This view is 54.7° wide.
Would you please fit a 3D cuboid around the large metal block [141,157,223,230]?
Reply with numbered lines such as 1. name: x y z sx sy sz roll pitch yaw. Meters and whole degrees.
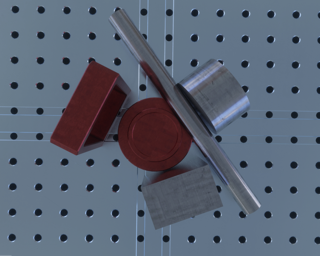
1. large metal block: 0.024 0.077 0.386 0.080 0.080 0.050 -19 90 0

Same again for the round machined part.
1. round machined part: -0.006 0.009 0.404 0.099 0.042 0.097 0 90 -1

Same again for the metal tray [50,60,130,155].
1. metal tray: -0.073 -0.020 0.360 0.030 0.130 0.090 27 90 0

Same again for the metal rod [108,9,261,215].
1. metal rod: 0.032 -0.020 0.393 0.025 0.025 0.299 -35 90 0

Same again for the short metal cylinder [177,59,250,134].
1. short metal cylinder: 0.066 -0.039 0.386 0.050 0.080 0.080 -37 90 0
